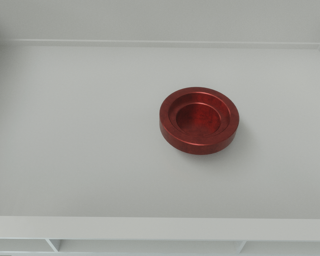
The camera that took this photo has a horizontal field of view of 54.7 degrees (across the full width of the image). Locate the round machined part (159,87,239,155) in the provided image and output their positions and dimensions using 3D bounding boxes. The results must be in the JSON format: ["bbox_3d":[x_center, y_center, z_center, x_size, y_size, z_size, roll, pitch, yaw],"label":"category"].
[{"bbox_3d":[0.048,-0.005,0.399,0.099,0.042,0.098,0,50,0],"label":"round machined part"}]
